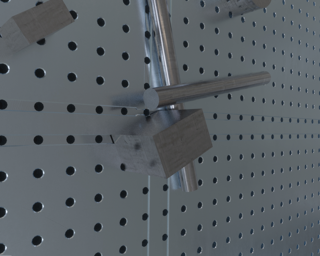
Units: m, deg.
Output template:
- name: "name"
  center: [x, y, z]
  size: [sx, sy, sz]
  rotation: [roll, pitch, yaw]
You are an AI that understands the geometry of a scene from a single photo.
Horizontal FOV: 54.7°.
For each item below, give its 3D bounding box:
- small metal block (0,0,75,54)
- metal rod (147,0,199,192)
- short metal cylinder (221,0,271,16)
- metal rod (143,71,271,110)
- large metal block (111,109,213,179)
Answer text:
- name: "small metal block"
  center: [-0.118, -0.097, 0.294]
  size: [0.050, 0.050, 0.025]
  rotation: [-42, 116, -32]
- name: "metal rod"
  center: [0.017, -0.058, 0.423]
  size: [0.025, 0.025, 0.298]
  rotation: [-18, 101, -39]
- name: "short metal cylinder"
  center: [0.143, -0.233, 0.513]
  size: [0.081, 0.050, 0.079]
  rotation: [0, 90, -40]
- name: "metal rod"
  center: [0.091, -0.063, 0.464]
  size: [0.302, 0.025, 0.025]
  rotation: [-16, 101, -46]
- name: "large metal block"
  center: [0.002, 0.015, 0.376]
  size: [0.081, 0.080, 0.050]
  rotation: [-29, 108, -36]
